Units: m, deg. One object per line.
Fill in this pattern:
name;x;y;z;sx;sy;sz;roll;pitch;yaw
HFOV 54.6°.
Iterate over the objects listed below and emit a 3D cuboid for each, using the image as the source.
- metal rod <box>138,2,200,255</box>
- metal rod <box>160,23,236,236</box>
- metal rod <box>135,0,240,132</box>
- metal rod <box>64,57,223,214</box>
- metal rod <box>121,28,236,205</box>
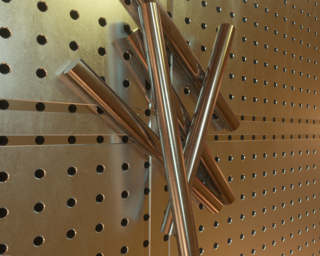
metal rod;0.010;0.003;0.366;0.025;0.025;0.299;-9;89;-40
metal rod;0.055;-0.007;0.419;0.025;0.025;0.299;28;73;-37
metal rod;0.034;-0.103;0.435;0.300;0.025;0.025;49;61;-29
metal rod;-0.004;0.027;0.404;0.300;0.025;0.025;46;62;-30
metal rod;0.037;0.000;0.438;0.025;0.025;0.299;-47;118;-29
